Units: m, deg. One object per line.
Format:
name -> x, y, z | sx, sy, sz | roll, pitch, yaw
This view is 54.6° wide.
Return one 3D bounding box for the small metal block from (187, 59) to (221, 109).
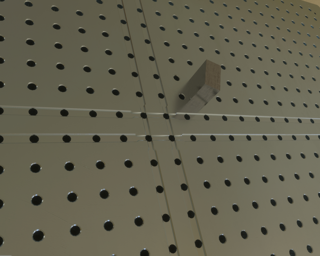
small metal block -> 0.067, -0.066, 0.467 | 0.025, 0.050, 0.050 | 21, 54, -16
